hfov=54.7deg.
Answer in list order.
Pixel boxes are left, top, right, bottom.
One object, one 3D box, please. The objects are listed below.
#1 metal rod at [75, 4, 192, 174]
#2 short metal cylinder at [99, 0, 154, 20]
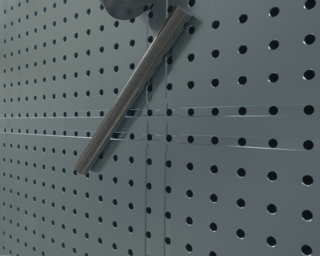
[{"bbox_3d":[-0.050,-0.039,0.450,0.025,0.025,0.298,52,120,27],"label":"metal rod"},{"bbox_3d":[-0.049,-0.194,0.414,0.080,0.081,0.050,-48,62,29],"label":"short metal cylinder"}]
